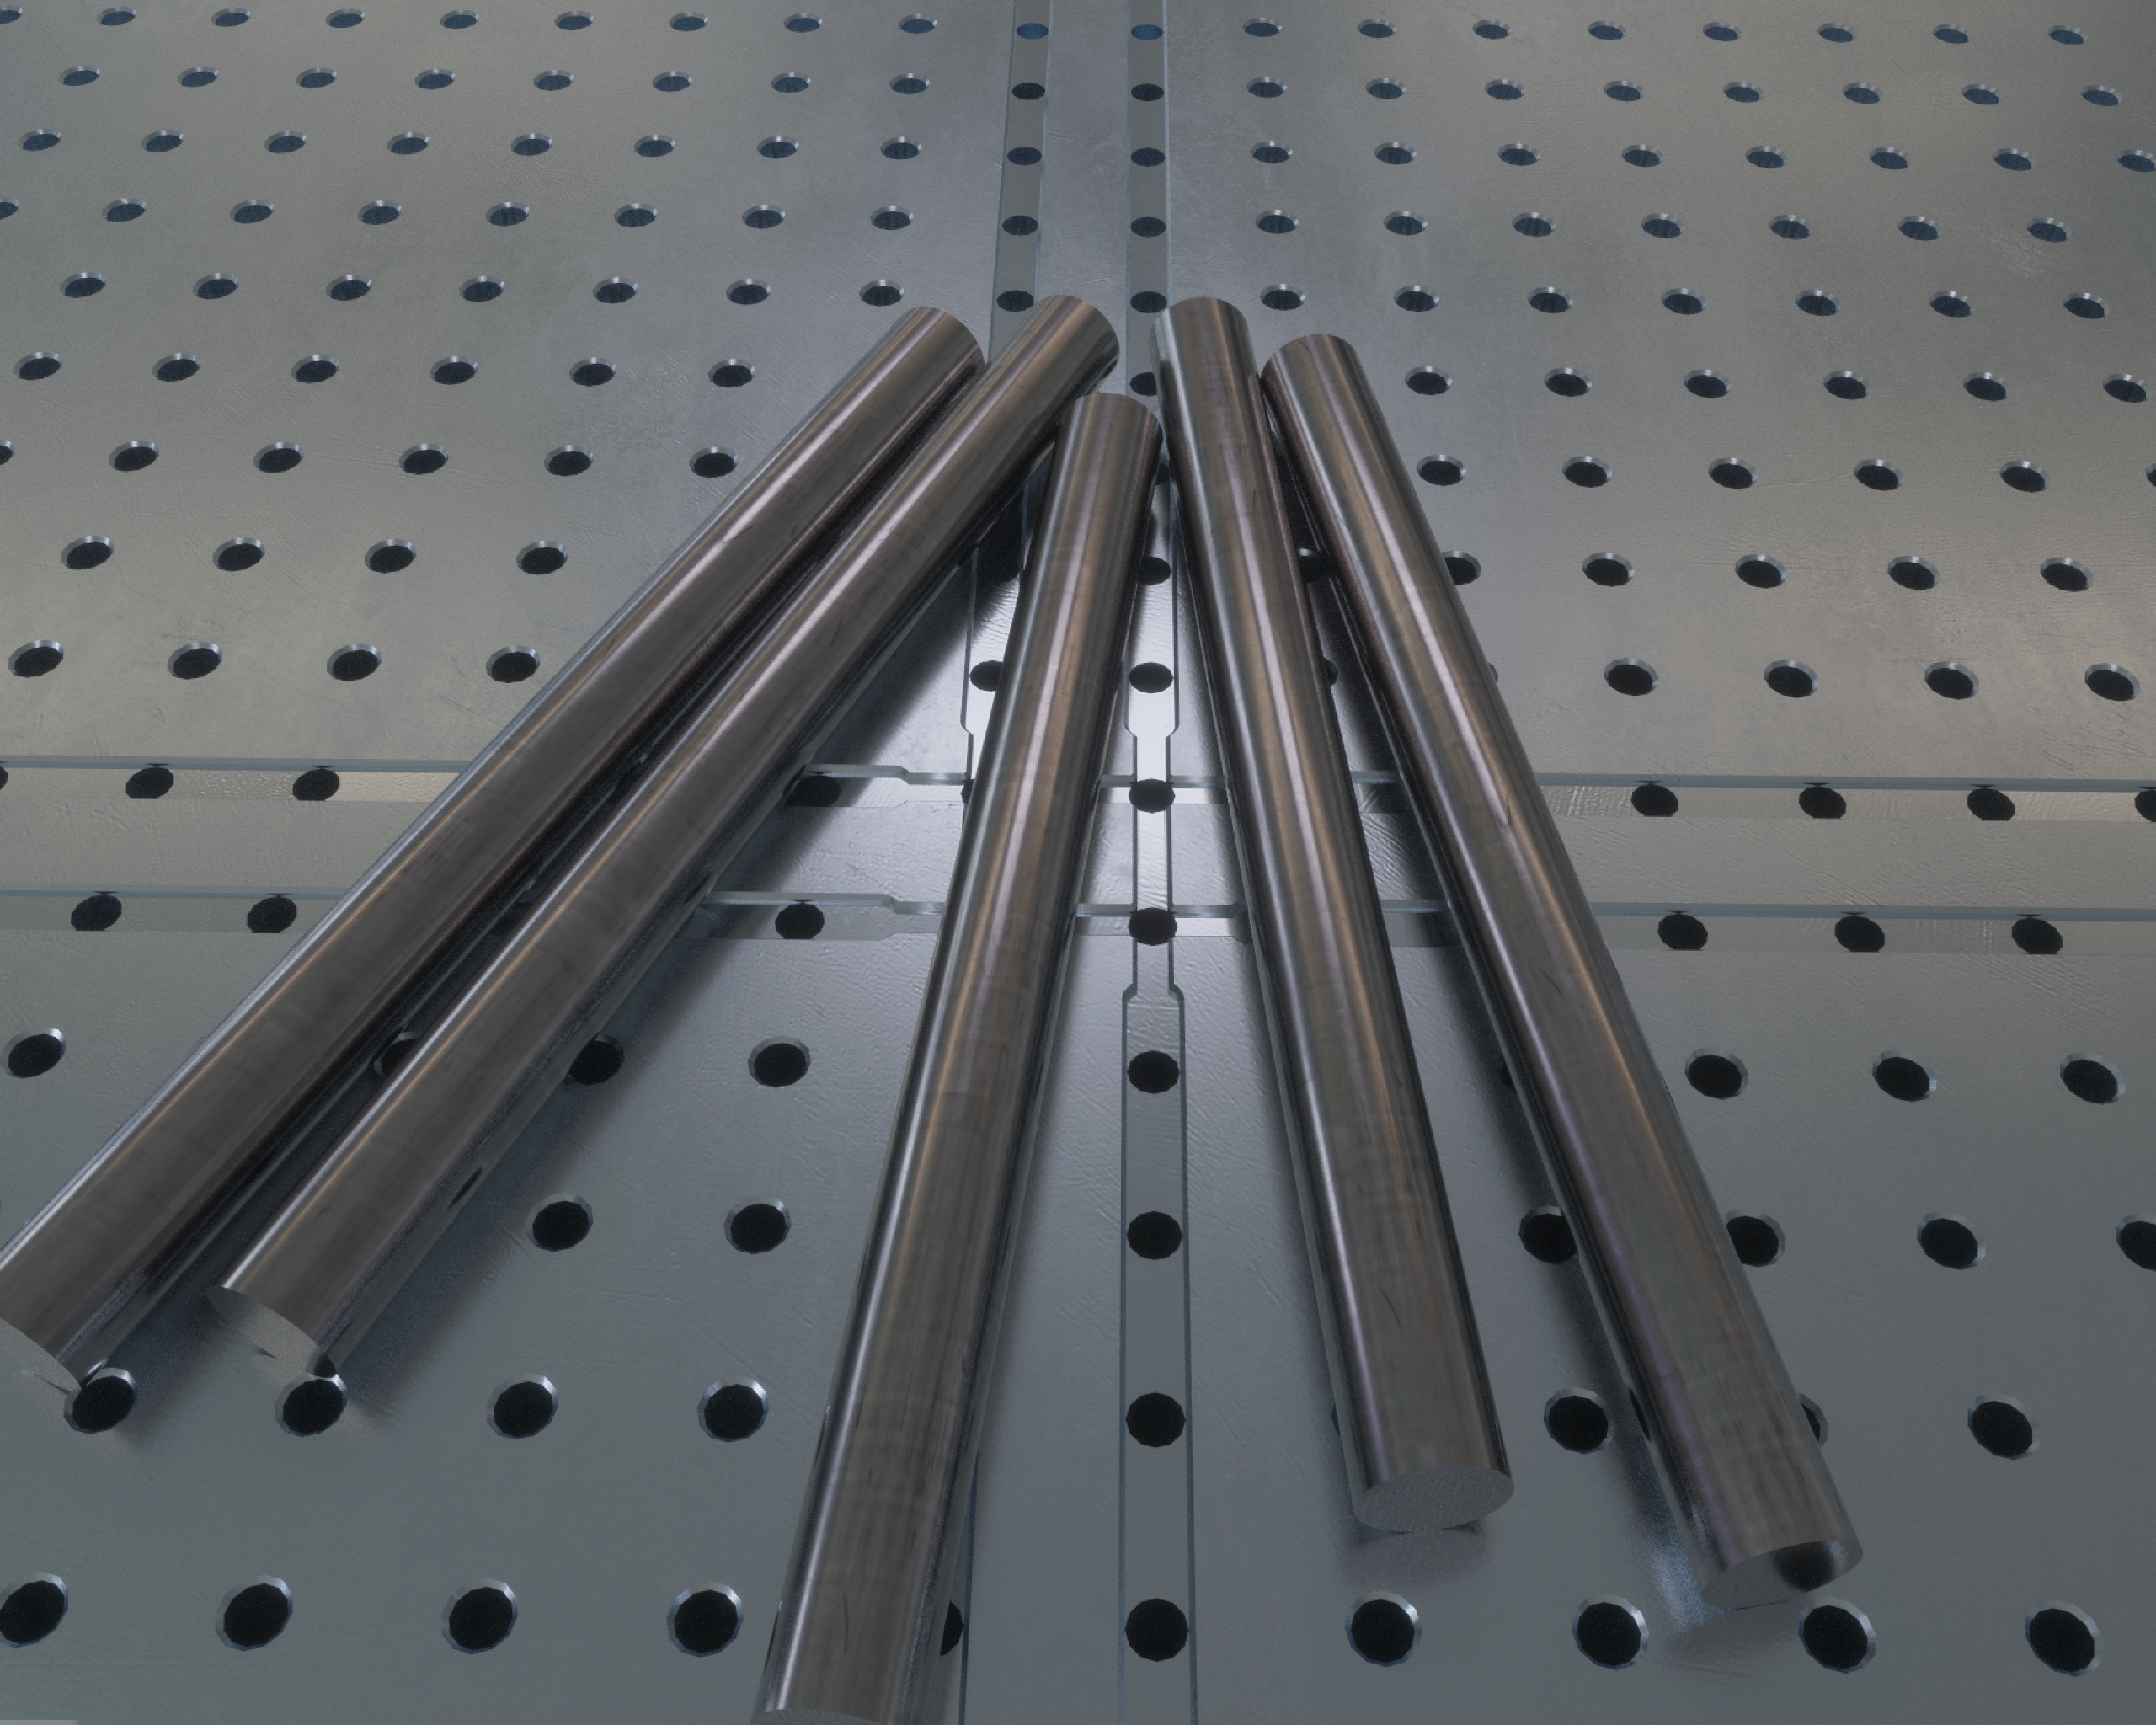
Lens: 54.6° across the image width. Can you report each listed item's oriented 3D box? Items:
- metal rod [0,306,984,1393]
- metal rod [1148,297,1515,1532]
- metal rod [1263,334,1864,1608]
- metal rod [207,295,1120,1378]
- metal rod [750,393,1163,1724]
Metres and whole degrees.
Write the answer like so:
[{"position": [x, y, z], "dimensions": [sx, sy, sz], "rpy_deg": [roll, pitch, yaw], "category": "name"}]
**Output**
[{"position": [-0.103, -0.023, 0.426], "dimensions": [0.025, 0.025, 0.301], "rpy_deg": [22, 53, 17], "category": "metal rod"}, {"position": [0.043, -0.015, 0.421], "dimensions": [0.025, 0.025, 0.300], "rpy_deg": [-4, 50, -3], "category": "metal rod"}, {"position": [0.082, -0.005, 0.412], "dimensions": [0.025, 0.025, 0.300], "rpy_deg": [-7, 50, -6], "category": "metal rod"}, {"position": [-0.067, -0.026, 0.430], "dimensions": [0.025, 0.025, 0.301], "rpy_deg": [20, 53, 16], "category": "metal rod"}, {"position": [-0.014, 0.013, 0.397], "dimensions": [0.025, 0.025, 0.300], "rpy_deg": [6, 50, 5], "category": "metal rod"}]
